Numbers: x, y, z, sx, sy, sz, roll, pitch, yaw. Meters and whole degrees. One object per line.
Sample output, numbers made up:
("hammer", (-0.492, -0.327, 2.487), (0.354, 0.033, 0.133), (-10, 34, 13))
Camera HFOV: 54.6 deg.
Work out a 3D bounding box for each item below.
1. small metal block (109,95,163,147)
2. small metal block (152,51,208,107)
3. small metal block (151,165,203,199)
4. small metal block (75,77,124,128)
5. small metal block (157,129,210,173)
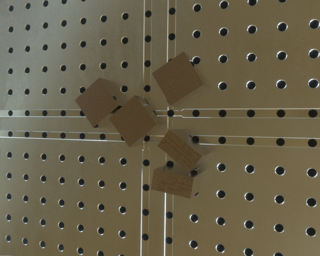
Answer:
("small metal block", (-0.033, -0.009, 0.425), (0.050, 0.025, 0.050), (-40, 78, 15))
("small metal block", (0.026, -0.062, 0.404), (0.050, 0.025, 0.050), (-32, 80, 17))
("small metal block", (0.023, 0.066, 0.392), (0.050, 0.050, 0.025), (9, 93, 20))
("small metal block", (-0.084, -0.035, 0.443), (0.050, 0.025, 0.050), (-39, 78, 16))
("small metal block", (0.031, 0.027, 0.389), (0.050, 0.050, 0.025), (39, 103, 16))
